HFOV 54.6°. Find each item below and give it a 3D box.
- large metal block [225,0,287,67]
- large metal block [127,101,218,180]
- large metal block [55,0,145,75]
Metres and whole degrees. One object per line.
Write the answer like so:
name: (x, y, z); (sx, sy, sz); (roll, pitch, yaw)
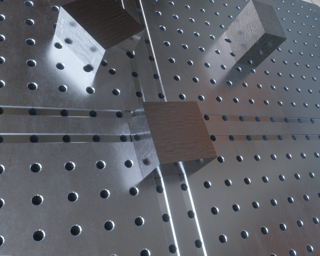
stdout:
large metal block: (0.173, -0.172, 0.570); (0.050, 0.080, 0.080); (5, 60, -26)
large metal block: (0.014, 0.014, 0.391); (0.081, 0.050, 0.080); (-3, 63, -30)
large metal block: (-0.083, -0.133, 0.429); (0.080, 0.050, 0.080); (45, 51, 3)
